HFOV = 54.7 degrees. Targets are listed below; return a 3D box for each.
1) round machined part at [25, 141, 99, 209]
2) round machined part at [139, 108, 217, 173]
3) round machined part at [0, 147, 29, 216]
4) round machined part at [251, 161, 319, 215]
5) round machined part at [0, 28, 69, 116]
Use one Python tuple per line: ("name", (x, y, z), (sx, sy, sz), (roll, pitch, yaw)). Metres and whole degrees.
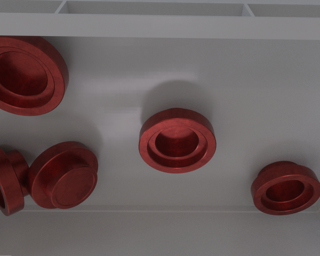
("round machined part", (-0.125, 0.070, 0.421), (0.099, 0.042, 0.097), (-30, 137, -32))
("round machined part", (0.022, 0.012, 0.408), (0.099, 0.042, 0.097), (0, 130, 0))
("round machined part", (-0.210, 0.068, 0.431), (0.042, 0.098, 0.097), (-23, 143, -38))
("round machined part", (0.189, 0.088, 0.475), (0.099, 0.042, 0.097), (0, 130, 0))
("round machined part", (-0.150, -0.064, 0.342), (0.099, 0.042, 0.097), (0, 130, 0))
